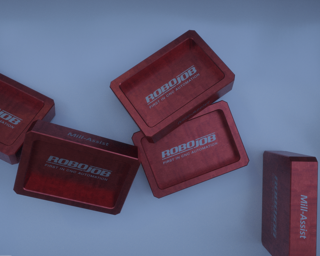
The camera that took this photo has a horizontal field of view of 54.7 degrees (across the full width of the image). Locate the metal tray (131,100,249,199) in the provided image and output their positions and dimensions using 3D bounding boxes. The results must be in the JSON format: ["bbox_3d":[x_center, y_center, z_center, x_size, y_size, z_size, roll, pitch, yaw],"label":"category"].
[{"bbox_3d":[0.039,0.027,0.409,0.131,0.030,0.090,-21,90,-1],"label":"metal tray"}]

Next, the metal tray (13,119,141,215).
[{"bbox_3d":[-0.099,0.051,0.376,0.131,0.030,0.089,17,114,-14],"label":"metal tray"}]

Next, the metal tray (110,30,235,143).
[{"bbox_3d":[0.015,-0.053,0.390,0.130,0.030,0.090,-35,72,-5],"label":"metal tray"}]

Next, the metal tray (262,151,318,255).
[{"bbox_3d":[0.156,0.096,0.381,0.030,0.090,0.129,1,90,0],"label":"metal tray"}]

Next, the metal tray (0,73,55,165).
[{"bbox_3d":[-0.211,-0.023,0.383,0.131,0.030,0.090,27,57,-1],"label":"metal tray"}]
